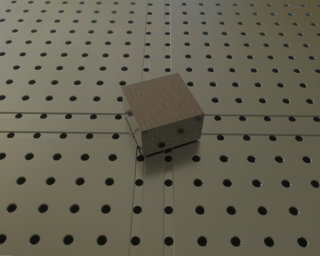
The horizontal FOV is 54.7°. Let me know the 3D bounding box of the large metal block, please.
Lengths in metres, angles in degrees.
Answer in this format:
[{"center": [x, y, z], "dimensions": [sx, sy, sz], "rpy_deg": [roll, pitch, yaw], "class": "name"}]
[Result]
[{"center": [0.002, -0.019, 0.404], "dimensions": [0.081, 0.050, 0.080], "rpy_deg": [-16, 52, -14], "class": "large metal block"}]
